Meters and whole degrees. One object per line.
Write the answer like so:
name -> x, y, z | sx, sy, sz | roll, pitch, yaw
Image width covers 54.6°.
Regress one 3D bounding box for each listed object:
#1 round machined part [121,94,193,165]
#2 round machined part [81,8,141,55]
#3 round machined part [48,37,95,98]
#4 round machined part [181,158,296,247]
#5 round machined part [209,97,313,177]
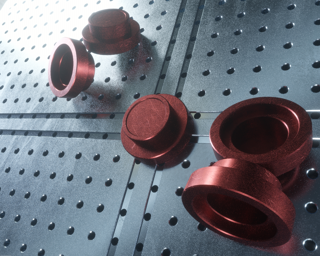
round machined part -> -0.010, -0.005, 0.406 | 0.098, 0.042, 0.098 | -13, 56, 21
round machined part -> -0.083, -0.167, 0.521 | 0.098, 0.042, 0.098 | -2, 45, 2
round machined part -> -0.144, -0.098, 0.517 | 0.098, 0.042, 0.097 | -2, 87, 45
round machined part -> 0.073, 0.065, 0.286 | 0.098, 0.098, 0.042 | 7, 50, 31
round machined part -> 0.104, 0.014, 0.322 | 0.098, 0.042, 0.098 | -15, 38, 12
